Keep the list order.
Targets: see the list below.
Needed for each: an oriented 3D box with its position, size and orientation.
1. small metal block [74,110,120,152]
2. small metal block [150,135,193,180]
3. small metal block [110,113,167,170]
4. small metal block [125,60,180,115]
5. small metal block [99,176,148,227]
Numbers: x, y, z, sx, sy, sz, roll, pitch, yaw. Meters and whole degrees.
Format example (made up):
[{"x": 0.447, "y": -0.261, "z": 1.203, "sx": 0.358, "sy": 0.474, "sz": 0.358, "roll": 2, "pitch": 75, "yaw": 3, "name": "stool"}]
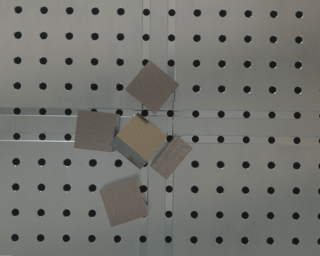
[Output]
[{"x": -0.083, "y": 0.004, "z": 0.411, "sx": 0.050, "sy": 0.025, "sz": 0.050, "roll": 6, "pitch": 90, "yaw": 3, "name": "small metal block"}, {"x": 0.014, "y": 0.036, "z": 0.401, "sx": 0.025, "sy": 0.050, "sz": 0.050, "roll": 40, "pitch": 90, "yaw": 0, "name": "small metal block"}, {"x": -0.027, "y": 0.016, "z": 0.400, "sx": 0.050, "sy": 0.025, "sz": 0.050, "roll": 40, "pitch": 49, "yaw": -1, "name": "small metal block"}, {"x": -0.010, "y": -0.053, "z": 0.413, "sx": 0.050, "sy": 0.025, "sz": 0.050, "roll": 40, "pitch": 90, "yaw": 0, "name": "small metal block"}, {"x": -0.047, "y": 0.097, "z": 0.413, "sx": 0.050, "sy": 0.025, "sz": 0.050, "roll": -18, "pitch": 90, "yaw": 0, "name": "small metal block"}]
